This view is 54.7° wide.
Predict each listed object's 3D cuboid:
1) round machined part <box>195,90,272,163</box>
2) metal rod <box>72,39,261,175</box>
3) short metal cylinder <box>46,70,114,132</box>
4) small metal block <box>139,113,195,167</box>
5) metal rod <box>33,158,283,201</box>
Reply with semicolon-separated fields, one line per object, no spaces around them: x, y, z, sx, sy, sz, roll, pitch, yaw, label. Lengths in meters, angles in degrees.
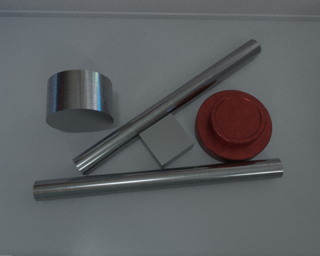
0.097;-0.006;0.401;0.099;0.042;0.098;0;70;-1;round machined part
0.018;-0.035;0.421;0.301;0.025;0.025;-35;74;-12;metal rod
-0.100;-0.031;0.390;0.081;0.080;0.050;-5;70;-2;short metal cylinder
0.008;0.017;0.401;0.050;0.025;0.050;-34;74;-12;small metal block
0.000;0.064;0.385;0.302;0.025;0.025;-5;70;-3;metal rod
